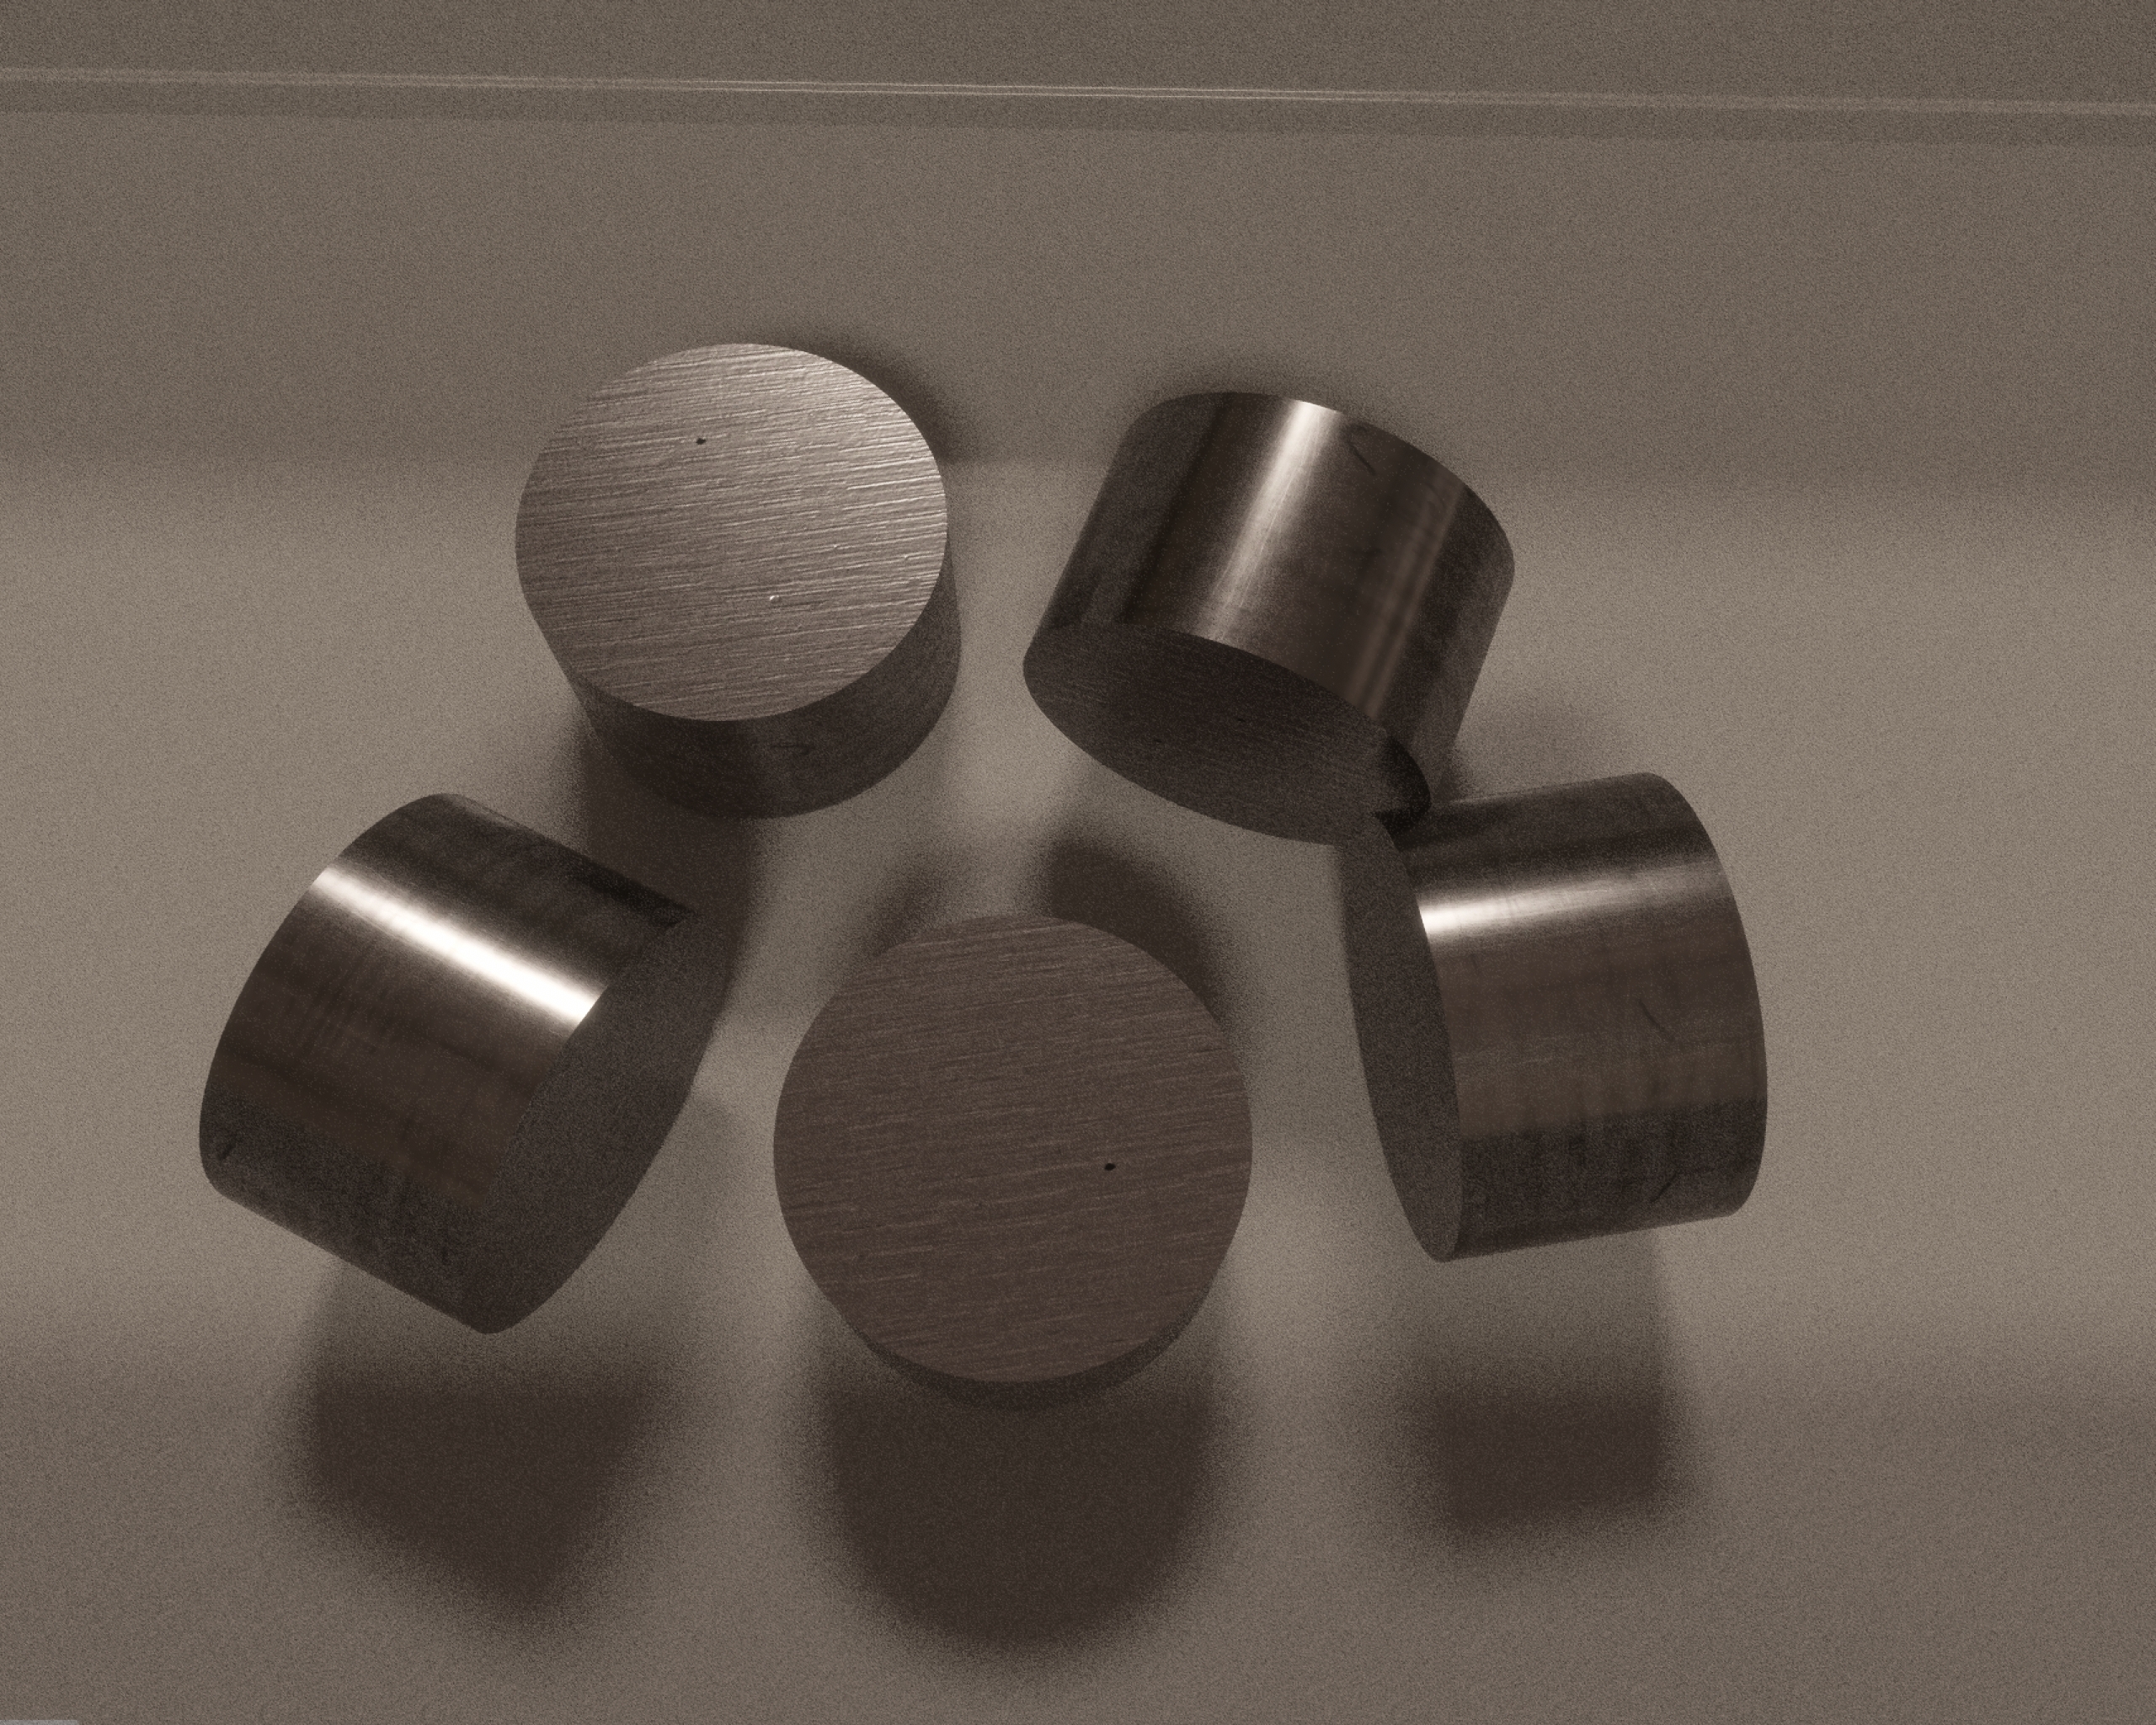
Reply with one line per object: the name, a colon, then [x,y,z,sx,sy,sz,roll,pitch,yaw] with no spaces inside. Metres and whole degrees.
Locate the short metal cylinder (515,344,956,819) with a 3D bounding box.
short metal cylinder: [-0.065,-0.055,0.414,0.081,0.050,0.080,0,70,0]

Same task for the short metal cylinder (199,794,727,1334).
short metal cylinder: [-0.104,0.034,0.364,0.050,0.080,0.080,26,72,9]

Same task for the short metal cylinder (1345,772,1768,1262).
short metal cylinder: [0.081,0.027,0.370,0.050,0.080,0.080,-8,70,-3]

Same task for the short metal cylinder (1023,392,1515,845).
short metal cylinder: [0.036,-0.044,0.397,0.080,0.080,0.050,20,71,7]

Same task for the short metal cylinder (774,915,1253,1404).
short metal cylinder: [-0.011,0.055,0.374,0.081,0.050,0.080,0,70,0]
